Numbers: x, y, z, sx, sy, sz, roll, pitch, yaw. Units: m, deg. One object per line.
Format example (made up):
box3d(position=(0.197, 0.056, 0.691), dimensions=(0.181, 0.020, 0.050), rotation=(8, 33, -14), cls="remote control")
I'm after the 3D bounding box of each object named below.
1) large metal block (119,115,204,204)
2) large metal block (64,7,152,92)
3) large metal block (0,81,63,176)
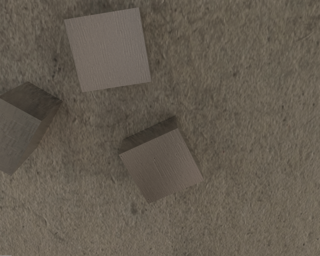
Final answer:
box3d(position=(0.003, 0.041, 0.412), dimensions=(0.080, 0.050, 0.080), rotation=(-25, 109, 8), cls="large metal block")
box3d(position=(-0.056, -0.092, 0.362), dimensions=(0.080, 0.050, 0.079), rotation=(-9, 110, 2), cls="large metal block")
box3d(position=(-0.171, -0.003, 0.377), dimensions=(0.050, 0.080, 0.080), rotation=(31, 107, -11), cls="large metal block")
